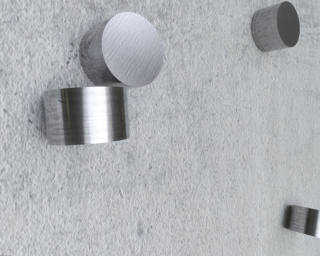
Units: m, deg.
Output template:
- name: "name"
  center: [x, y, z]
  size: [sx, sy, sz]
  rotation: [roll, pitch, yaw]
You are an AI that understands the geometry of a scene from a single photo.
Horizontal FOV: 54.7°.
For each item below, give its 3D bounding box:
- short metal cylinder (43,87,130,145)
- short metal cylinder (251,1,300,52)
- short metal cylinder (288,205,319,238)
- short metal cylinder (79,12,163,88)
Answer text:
- name: "short metal cylinder"
  center: [-0.072, -0.013, 0.309]
  size: [0.081, 0.080, 0.050]
  rotation: [-6, 94, -40]
- name: "short metal cylinder"
  center: [0.211, -0.183, 0.565]
  size: [0.081, 0.050, 0.080]
  rotation: [0, 90, -40]
- name: "short metal cylinder"
  center: [0.303, 0.189, 0.623]
  size: [0.080, 0.080, 0.050]
  rotation: [23, 76, -38]
- name: "short metal cylinder"
  center: [-0.043, -0.084, 0.352]
  size: [0.081, 0.050, 0.080]
  rotation: [0, 90, -40]
